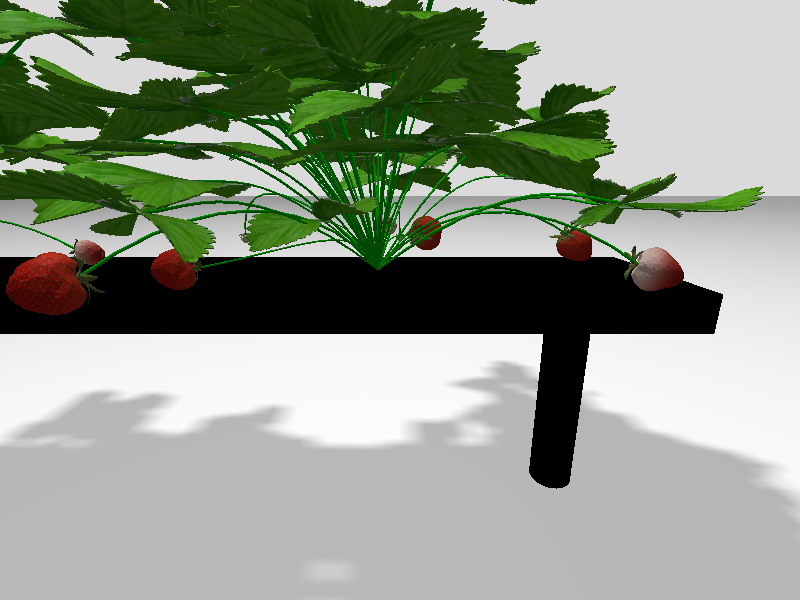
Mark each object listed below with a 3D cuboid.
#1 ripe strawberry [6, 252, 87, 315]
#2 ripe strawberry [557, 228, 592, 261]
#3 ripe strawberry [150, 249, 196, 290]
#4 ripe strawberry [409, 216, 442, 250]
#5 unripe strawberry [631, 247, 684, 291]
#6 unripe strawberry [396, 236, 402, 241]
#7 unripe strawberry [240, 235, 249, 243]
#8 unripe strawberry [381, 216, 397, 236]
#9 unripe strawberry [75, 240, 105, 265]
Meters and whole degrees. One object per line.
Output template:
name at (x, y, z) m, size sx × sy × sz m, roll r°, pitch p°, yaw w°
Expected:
ripe strawberry at (-0.201, -0.008, 0.228) m, size 0.034 × 0.035 × 0.031 m, roll -22°, pitch 25°, yaw -30°
ripe strawberry at (0.172, -0.053, 0.390) m, size 0.035 × 0.030 × 0.035 m, roll 37°, pitch 5°, yaw -19°
ripe strawberry at (-0.161, -0.022, 0.285) m, size 0.028 × 0.030 × 0.026 m, roll -8°, pitch 18°, yaw -25°
ripe strawberry at (0.032, -0.080, 0.475) m, size 0.038 × 0.040 × 0.041 m, roll 6°, pitch 17°, yaw 21°
unripe strawberry at (0.183, -0.020, 0.283) m, size 0.032 × 0.031 × 0.030 m, roll 19°, pitch 21°, yaw 14°
unripe strawberry at (0.000, -0.079, 0.508) m, size 0.009 × 0.010 × 0.010 m, roll 2°, pitch 16°, yaw 7°
unripe strawberry at (-0.176, -0.070, 0.456) m, size 0.010 × 0.010 × 0.011 m, roll 11°, pitch 19°, yaw 33°
unripe strawberry at (-0.018, -0.107, 0.579) m, size 0.026 × 0.030 × 0.028 m, roll 0°, pitch 5°, yaw 0°
unripe strawberry at (-0.288, -0.044, 0.372) m, size 0.022 × 0.023 × 0.020 m, roll 9°, pitch 15°, yaw -9°
